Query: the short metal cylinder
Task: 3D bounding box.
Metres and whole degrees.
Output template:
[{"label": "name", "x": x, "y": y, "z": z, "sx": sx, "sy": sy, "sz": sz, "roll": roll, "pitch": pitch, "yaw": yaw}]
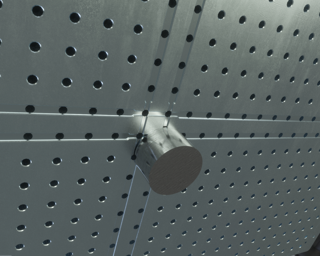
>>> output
[{"label": "short metal cylinder", "x": 0.011, "y": 0.046, "z": 0.431, "sx": 0.081, "sy": 0.050, "sz": 0.079, "roll": -14, "pitch": 125, "yaw": -21}]
